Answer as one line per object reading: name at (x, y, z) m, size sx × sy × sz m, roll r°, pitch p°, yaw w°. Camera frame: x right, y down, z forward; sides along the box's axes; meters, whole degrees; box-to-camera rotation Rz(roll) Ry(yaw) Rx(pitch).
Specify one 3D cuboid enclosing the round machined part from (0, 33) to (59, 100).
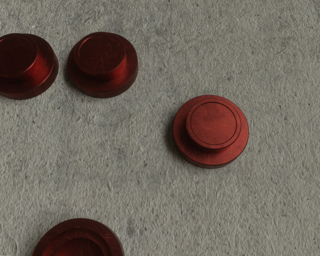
round machined part at (-0.197, -0.092, 0.431) m, size 0.099 × 0.042 × 0.098 m, roll 0°, pitch 70°, yaw 0°

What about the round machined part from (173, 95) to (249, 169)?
round machined part at (0.066, 0.001, 0.399) m, size 0.099 × 0.042 × 0.098 m, roll 0°, pitch 70°, yaw 0°

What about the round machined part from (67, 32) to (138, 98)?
round machined part at (-0.081, -0.094, 0.433) m, size 0.099 × 0.042 × 0.098 m, roll 0°, pitch 70°, yaw 0°

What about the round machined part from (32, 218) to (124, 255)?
round machined part at (-0.087, 0.152, 0.343) m, size 0.099 × 0.042 × 0.098 m, roll 0°, pitch 70°, yaw 0°
